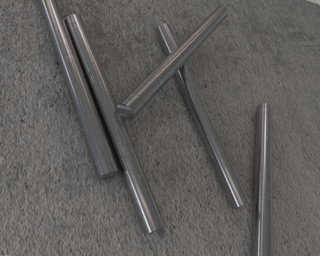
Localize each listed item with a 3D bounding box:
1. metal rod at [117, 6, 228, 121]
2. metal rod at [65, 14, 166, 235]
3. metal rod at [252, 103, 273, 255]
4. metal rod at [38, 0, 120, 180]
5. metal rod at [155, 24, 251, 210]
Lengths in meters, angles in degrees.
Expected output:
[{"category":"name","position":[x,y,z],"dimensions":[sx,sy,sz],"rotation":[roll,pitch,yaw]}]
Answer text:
[{"category":"metal rod","position":[0.034,-0.111,0.456],"dimensions":[0.025,0.025,0.301],"rotation":[40,52,-1]},{"category":"metal rod","position":[-0.062,-0.019,0.381],"dimensions":[0.025,0.025,0.299],"rotation":[-11,67,-33]},{"category":"metal rod","position":[0.143,0.084,0.429],"dimensions":[0.025,0.025,0.300],"rotation":[25,53,-13]},{"category":"metal rod","position":[-0.113,-0.077,0.389],"dimensions":[0.025,0.025,0.299],"rotation":[-11,67,-33]},{"category":"metal rod","position":[0.055,-0.030,0.451],"dimensions":[0.025,0.025,0.299],"rotation":[-8,66,-32]}]
